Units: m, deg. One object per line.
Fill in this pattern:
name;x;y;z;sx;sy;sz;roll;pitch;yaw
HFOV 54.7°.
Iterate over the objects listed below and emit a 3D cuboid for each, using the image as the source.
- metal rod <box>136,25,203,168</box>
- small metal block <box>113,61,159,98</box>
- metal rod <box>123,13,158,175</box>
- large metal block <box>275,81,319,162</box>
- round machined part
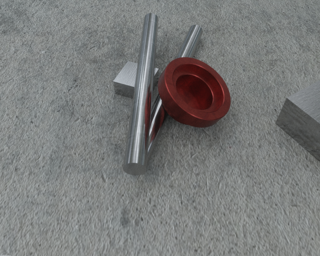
metal rod;0.017;-0.062;0.455;0.025;0.025;0.300;14;51;11
small metal block;-0.034;-0.070;0.461;0.050;0.025;0.050;17;52;13
metal rod;-0.021;-0.070;0.428;0.025;0.025;0.300;2;50;1
large metal block;0.215;-0.013;0.400;0.081;0.050;0.080;-26;55;-21
round machined part;0.041;-0.043;0.413;0.099;0.042;0.098;14;56;-21
